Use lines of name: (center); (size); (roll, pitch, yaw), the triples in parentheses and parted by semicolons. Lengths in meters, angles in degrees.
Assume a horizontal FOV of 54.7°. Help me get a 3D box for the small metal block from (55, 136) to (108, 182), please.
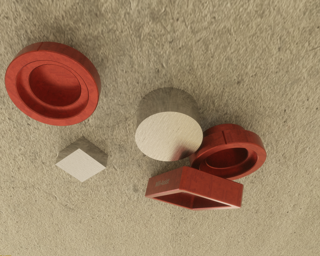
small metal block: (-0.111, 0.046, 0.445); (0.050, 0.025, 0.050); (-32, 124, 24)

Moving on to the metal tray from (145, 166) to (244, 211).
metal tray: (0.043, 0.090, 0.441); (0.091, 0.030, 0.129); (20, 158, -17)

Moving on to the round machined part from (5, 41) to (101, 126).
round machined part: (-0.116, -0.053, 0.350); (0.099, 0.042, 0.097); (-1, 130, 0)

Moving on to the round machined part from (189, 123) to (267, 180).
round machined part: (0.087, 0.031, 0.415); (0.099, 0.042, 0.097); (-5, 142, -3)

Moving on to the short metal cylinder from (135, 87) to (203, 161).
short metal cylinder: (0.011, -0.004, 0.388); (0.081, 0.050, 0.079); (0, 130, 0)
